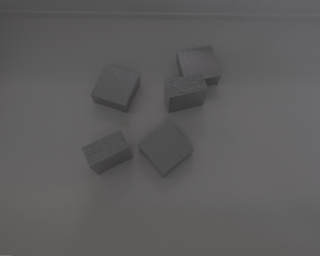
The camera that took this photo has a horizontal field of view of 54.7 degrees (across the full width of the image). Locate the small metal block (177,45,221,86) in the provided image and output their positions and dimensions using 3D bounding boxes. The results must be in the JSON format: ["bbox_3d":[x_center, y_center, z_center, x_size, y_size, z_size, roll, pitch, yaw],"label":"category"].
[{"bbox_3d":[0.054,-0.085,0.441,0.050,0.025,0.050,-11,70,-4],"label":"small metal block"}]

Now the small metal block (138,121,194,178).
[{"bbox_3d":[0.007,0.028,0.399,0.050,0.025,0.050,-38,75,-13],"label":"small metal block"}]

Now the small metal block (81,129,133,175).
[{"bbox_3d":[-0.064,0.031,0.384,0.050,0.050,0.025,-26,72,-9],"label":"small metal block"}]

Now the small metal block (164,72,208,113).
[{"bbox_3d":[0.033,-0.046,0.413,0.050,0.050,0.025,-14,71,-5],"label":"small metal block"}]

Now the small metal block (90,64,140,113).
[{"bbox_3d":[-0.060,-0.054,0.429,0.050,0.025,0.050,18,71,6],"label":"small metal block"}]
